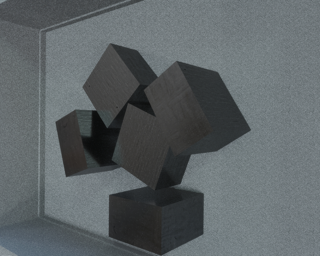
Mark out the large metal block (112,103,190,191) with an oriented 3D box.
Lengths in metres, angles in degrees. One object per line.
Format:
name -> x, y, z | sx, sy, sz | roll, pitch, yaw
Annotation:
large metal block -> -0.007, 0.021, 0.393 | 0.080, 0.050, 0.079 | 28, 108, 36

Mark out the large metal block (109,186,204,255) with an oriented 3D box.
large metal block -> -0.004, 0.104, 0.371 | 0.080, 0.081, 0.050 | 1, 91, 39

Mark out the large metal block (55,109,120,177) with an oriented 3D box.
large metal block -> -0.093, 0.021, 0.444 | 0.050, 0.081, 0.080 | -24, 75, 37

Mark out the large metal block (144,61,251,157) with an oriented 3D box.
large metal block -> 0.041, -0.019, 0.333 | 0.050, 0.081, 0.080 | -38, 67, 33

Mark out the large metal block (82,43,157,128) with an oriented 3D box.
large metal block -> -0.052, -0.056, 0.429 | 0.080, 0.050, 0.080 | -49, 61, 28
